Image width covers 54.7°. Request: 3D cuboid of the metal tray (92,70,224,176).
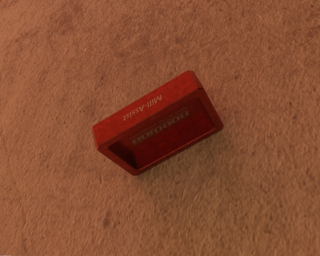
[{"bbox_3d":[0.000,0.000,0.360,0.130,0.090,0.030,-30,52,9],"label":"metal tray"}]
